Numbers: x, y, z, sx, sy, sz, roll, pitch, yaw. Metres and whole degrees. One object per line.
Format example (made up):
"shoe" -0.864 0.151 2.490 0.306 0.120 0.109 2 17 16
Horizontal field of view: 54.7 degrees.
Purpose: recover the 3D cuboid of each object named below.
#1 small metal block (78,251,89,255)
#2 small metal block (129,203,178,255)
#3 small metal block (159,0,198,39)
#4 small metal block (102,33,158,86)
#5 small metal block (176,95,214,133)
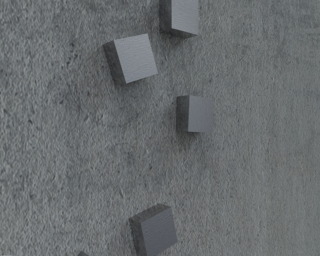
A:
"small metal block" -0.082 0.173 0.337 0.050 0.025 0.050 -50 119 -28
"small metal block" -0.008 0.132 0.398 0.050 0.025 0.050 -17 101 -39
"small metal block" 0.026 -0.155 0.426 0.050 0.025 0.050 -1 91 -40
"small metal block" -0.035 -0.083 0.375 0.050 0.025 0.050 -25 106 -37
"small metal block" 0.051 -0.019 0.447 0.050 0.025 0.050 4 88 -40
